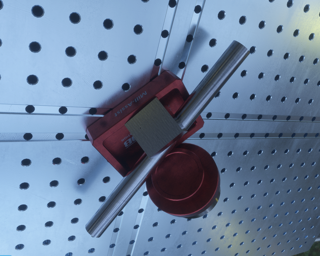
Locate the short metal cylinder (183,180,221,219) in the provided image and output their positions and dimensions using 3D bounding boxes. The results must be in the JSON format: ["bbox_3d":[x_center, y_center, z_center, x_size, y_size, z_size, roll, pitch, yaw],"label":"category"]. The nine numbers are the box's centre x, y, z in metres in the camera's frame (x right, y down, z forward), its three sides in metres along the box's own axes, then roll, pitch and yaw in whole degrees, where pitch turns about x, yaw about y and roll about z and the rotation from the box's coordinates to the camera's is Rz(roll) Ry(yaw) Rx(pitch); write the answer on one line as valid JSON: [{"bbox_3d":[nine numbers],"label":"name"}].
[{"bbox_3d":[0.041,0.083,0.450,0.080,0.080,0.050,-37,130,-4],"label":"short metal cylinder"}]

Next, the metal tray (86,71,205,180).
[{"bbox_3d":[-0.015,-0.001,0.400,0.130,0.030,0.090,-37,130,-4],"label":"metal tray"}]

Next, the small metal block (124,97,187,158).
[{"bbox_3d":[-0.005,0.000,0.366,0.050,0.050,0.025,-40,168,11],"label":"small metal block"}]

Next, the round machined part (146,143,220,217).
[{"bbox_3d":[0.027,0.065,0.407,0.098,0.098,0.042,-39,152,-2],"label":"round machined part"}]

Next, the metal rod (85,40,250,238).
[{"bbox_3d":[0.004,0.020,0.388,0.025,0.025,0.299,32,100,-39],"label":"metal rod"}]
